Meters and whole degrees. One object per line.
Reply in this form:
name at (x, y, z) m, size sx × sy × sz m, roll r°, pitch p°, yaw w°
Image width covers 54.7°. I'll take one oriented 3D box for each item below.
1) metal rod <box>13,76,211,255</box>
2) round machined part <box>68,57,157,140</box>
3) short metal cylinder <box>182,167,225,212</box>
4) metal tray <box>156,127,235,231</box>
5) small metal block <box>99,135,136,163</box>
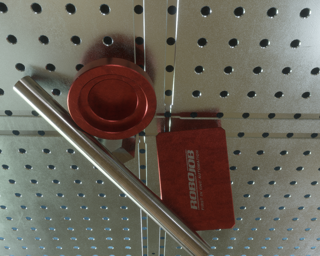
metal rod at (-0.055, 0.050, 0.373) m, size 0.300 × 0.025 × 0.025 m, roll 44°, pitch 120°, yaw -3°
round machined part at (-0.054, -0.037, 0.363) m, size 0.099 × 0.042 × 0.097 m, roll -3°, pitch 125°, yaw -5°
short metal cylinder at (0.065, 0.102, 0.464) m, size 0.080 × 0.080 × 0.050 m, roll -13°, pitch 129°, yaw 10°
metal tray at (0.046, 0.067, 0.412) m, size 0.091 × 0.129 × 0.030 m, roll -5°, pitch 175°, yaw 4°
small metal block at (-0.061, 0.026, 0.416) m, size 0.050 × 0.050 × 0.025 m, roll -29°, pitch 125°, yaw 22°
